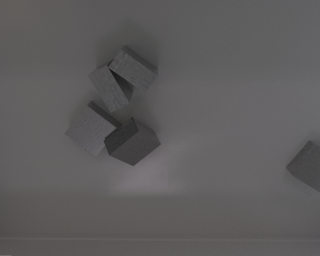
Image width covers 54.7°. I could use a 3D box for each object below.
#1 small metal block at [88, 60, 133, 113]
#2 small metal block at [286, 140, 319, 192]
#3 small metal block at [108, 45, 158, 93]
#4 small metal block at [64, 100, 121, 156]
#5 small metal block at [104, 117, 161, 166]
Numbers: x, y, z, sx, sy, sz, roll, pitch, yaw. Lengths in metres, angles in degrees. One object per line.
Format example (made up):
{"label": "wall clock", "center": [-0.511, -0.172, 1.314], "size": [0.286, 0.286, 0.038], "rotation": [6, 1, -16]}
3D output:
{"label": "small metal block", "center": [-0.058, -0.053, 0.378], "size": [0.025, 0.050, 0.050], "rotation": [-27, 108, 10]}
{"label": "small metal block", "center": [0.216, 0.054, 0.433], "size": [0.050, 0.025, 0.050], "rotation": [31, 107, -11]}
{"label": "small metal block", "center": [-0.030, -0.072, 0.371], "size": [0.050, 0.050, 0.025], "rotation": [34, 106, -12]}
{"label": "small metal block", "center": [-0.088, 0.000, 0.411], "size": [0.050, 0.025, 0.050], "rotation": [39, 106, -13]}
{"label": "small metal block", "center": [-0.036, 0.019, 0.405], "size": [0.050, 0.025, 0.050], "rotation": [-39, 142, 13]}
